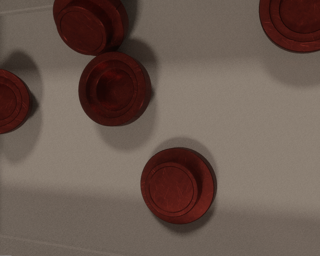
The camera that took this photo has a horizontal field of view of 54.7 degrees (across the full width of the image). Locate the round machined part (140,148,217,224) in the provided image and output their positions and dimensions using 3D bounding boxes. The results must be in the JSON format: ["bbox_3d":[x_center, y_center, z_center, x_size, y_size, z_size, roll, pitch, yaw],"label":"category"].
[{"bbox_3d":[0.020,0.074,0.394,0.098,0.042,0.097,0,90,19],"label":"round machined part"}]

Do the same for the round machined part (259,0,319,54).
[{"bbox_3d":[0.161,-0.131,0.340,0.098,0.042,0.097,3,100,19],"label":"round machined part"}]

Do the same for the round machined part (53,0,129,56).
[{"bbox_3d":[-0.094,-0.135,0.404,0.098,0.042,0.097,10,138,10],"label":"round machined part"}]

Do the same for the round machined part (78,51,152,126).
[{"bbox_3d":[-0.057,-0.051,0.420,0.098,0.042,0.097,0,90,19],"label":"round machined part"}]

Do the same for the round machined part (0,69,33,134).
[{"bbox_3d":[-0.246,-0.039,0.471,0.099,0.042,0.097,0,89,-11],"label":"round machined part"}]
